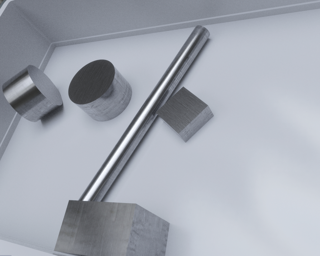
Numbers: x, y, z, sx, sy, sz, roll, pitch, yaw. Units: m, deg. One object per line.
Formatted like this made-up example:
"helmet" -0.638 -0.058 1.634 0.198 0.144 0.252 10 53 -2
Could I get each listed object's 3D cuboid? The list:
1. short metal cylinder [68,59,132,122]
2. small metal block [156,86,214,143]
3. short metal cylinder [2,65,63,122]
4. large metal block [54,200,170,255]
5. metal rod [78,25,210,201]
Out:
"short metal cylinder" -0.090 -0.056 0.470 0.080 0.050 0.080 -13 56 20
"small metal block" 0.032 -0.018 0.399 0.050 0.025 0.050 -44 51 -2
"short metal cylinder" -0.209 -0.057 0.512 0.050 0.080 0.080 -34 52 6
"large metal block" -0.046 0.113 0.324 0.080 0.080 0.050 -4 60 26
"metal rod" -0.016 -0.020 0.425 0.025 0.025 0.300 23 74 36
